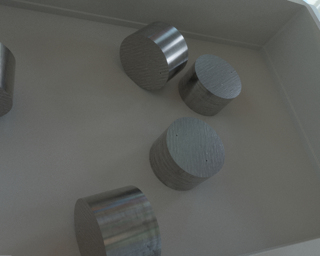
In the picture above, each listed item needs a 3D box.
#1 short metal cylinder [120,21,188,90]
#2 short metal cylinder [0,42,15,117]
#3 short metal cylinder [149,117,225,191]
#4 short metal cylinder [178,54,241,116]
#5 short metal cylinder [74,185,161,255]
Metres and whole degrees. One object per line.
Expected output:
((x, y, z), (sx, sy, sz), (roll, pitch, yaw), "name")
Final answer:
((-0.008, -0.100, 0.428), (0.080, 0.080, 0.050), (44, 51, 1), "short metal cylinder")
((-0.186, -0.048, 0.300), (0.081, 0.080, 0.050), (5, 60, -26), "short metal cylinder")
((0.033, 0.033, 0.389), (0.081, 0.050, 0.080), (14, 56, -21), "short metal cylinder")
((0.075, -0.065, 0.472), (0.081, 0.050, 0.080), (14, 56, -21), "short metal cylinder")
((-0.042, 0.099, 0.289), (0.050, 0.080, 0.080), (-9, 67, -32), "short metal cylinder")
